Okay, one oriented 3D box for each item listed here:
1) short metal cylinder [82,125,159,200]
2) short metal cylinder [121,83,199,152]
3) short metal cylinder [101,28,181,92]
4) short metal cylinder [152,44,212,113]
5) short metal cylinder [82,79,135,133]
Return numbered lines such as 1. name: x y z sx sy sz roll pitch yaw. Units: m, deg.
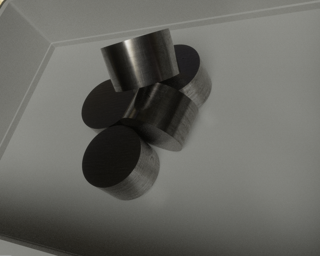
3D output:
1. short metal cylinder: -0.048 0.044 0.384 0.080 0.050 0.080 -13 56 20
2. short metal cylinder: 0.000 -0.012 0.376 0.080 0.080 0.050 14 69 33
3. short metal cylinder: -0.022 -0.078 0.355 0.080 0.050 0.080 -15 16 5
4. short metal cylinder: 0.023 -0.064 0.414 0.080 0.050 0.080 -13 56 20
5. short metal cylinder: -0.060 -0.022 0.430 0.080 0.050 0.080 -13 56 20
